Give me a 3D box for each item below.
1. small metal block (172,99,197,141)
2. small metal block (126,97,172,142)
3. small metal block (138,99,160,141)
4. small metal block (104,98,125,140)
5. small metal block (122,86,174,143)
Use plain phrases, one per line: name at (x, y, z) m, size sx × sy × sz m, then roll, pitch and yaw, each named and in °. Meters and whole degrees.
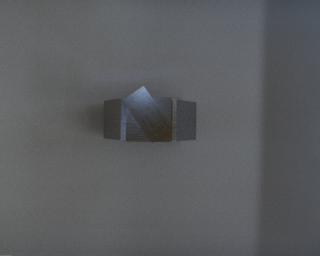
small metal block at (0.023, -0.009, 0.395) m, size 0.025 × 0.050 × 0.050 m, roll 1°, pitch 90°, yaw 34°
small metal block at (-0.013, -0.009, 0.359) m, size 0.050 × 0.025 × 0.050 m, roll 1°, pitch 90°, yaw 0°
small metal block at (-0.013, -0.009, 0.397) m, size 0.025 × 0.050 × 0.050 m, roll 1°, pitch 90°, yaw 0°
small metal block at (-0.050, -0.011, 0.394) m, size 0.025 × 0.050 × 0.050 m, roll 1°, pitch 90°, yaw -34°
small metal block at (-0.011, -0.013, 0.321) m, size 0.025 × 0.050 × 0.050 m, roll -35°, pitch 90°, yaw 1°
